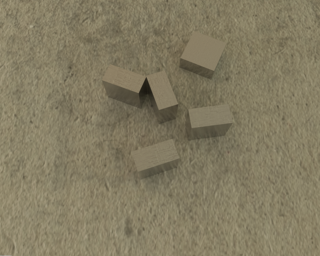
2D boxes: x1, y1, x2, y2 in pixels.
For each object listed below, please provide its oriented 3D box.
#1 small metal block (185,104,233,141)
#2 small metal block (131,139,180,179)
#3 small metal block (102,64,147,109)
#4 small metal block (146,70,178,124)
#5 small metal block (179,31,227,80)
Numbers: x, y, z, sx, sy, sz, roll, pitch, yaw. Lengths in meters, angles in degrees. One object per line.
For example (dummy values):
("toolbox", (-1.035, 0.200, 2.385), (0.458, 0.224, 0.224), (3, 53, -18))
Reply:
("small metal block", (0.061, -0.006, 0.398), (0.050, 0.050, 0.025), (-7, 71, -3))
("small metal block", (-0.005, 0.039, 0.380), (0.050, 0.050, 0.025), (-17, 71, -7))
("small metal block", (-0.045, -0.054, 0.414), (0.050, 0.050, 0.025), (20, 72, 7))
("small metal block", (0.002, -0.039, 0.409), (0.025, 0.050, 0.050), (-18, 71, -7))
("small metal block", (0.062, -0.105, 0.447), (0.050, 0.025, 0.050), (23, 71, 8))
